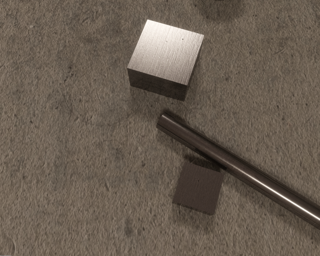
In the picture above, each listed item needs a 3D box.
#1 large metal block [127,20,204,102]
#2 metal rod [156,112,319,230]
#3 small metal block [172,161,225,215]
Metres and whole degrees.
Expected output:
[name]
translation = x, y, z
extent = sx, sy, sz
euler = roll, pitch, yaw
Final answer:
[large metal block]
translation = 0.008, -0.092, 0.429
extent = 0.080, 0.050, 0.080
euler = 17, 71, 6
[metal rod]
translation = 0.127, 0.068, 0.384
extent = 0.301, 0.025, 0.025
euler = 32, 73, 10
[small metal block]
translation = 0.047, 0.075, 0.381
extent = 0.050, 0.025, 0.050
euler = 17, 71, 6
